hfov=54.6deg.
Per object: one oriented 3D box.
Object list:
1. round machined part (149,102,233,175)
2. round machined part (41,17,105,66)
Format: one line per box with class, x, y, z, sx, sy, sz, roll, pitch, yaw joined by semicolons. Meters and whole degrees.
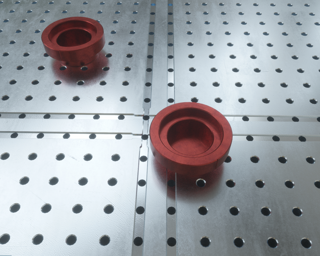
round machined part;0.037;0.017;0.383;0.099;0.042;0.098;0;50;0
round machined part;-0.140;-0.140;0.514;0.099;0.042;0.098;0;50;0
